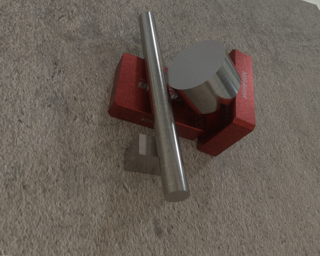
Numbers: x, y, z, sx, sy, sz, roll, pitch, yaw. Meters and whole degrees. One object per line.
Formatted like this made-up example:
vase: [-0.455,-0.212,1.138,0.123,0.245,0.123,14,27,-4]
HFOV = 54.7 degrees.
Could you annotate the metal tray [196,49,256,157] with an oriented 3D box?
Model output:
metal tray: [0.091,-0.036,0.436,0.030,0.090,0.130,21,54,-16]

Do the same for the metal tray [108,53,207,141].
metal tray: [0.001,-0.042,0.429,0.131,0.030,0.090,17,55,-19]

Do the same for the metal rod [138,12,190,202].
metal rod: [-0.002,-0.052,0.387,0.025,0.025,0.300,10,48,-23]

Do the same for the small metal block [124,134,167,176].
small metal block: [-0.010,0.033,0.364,0.050,0.050,0.025,12,57,-22]

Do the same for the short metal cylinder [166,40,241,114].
short metal cylinder: [0.055,-0.065,0.394,0.050,0.080,0.080,46,41,-41]
